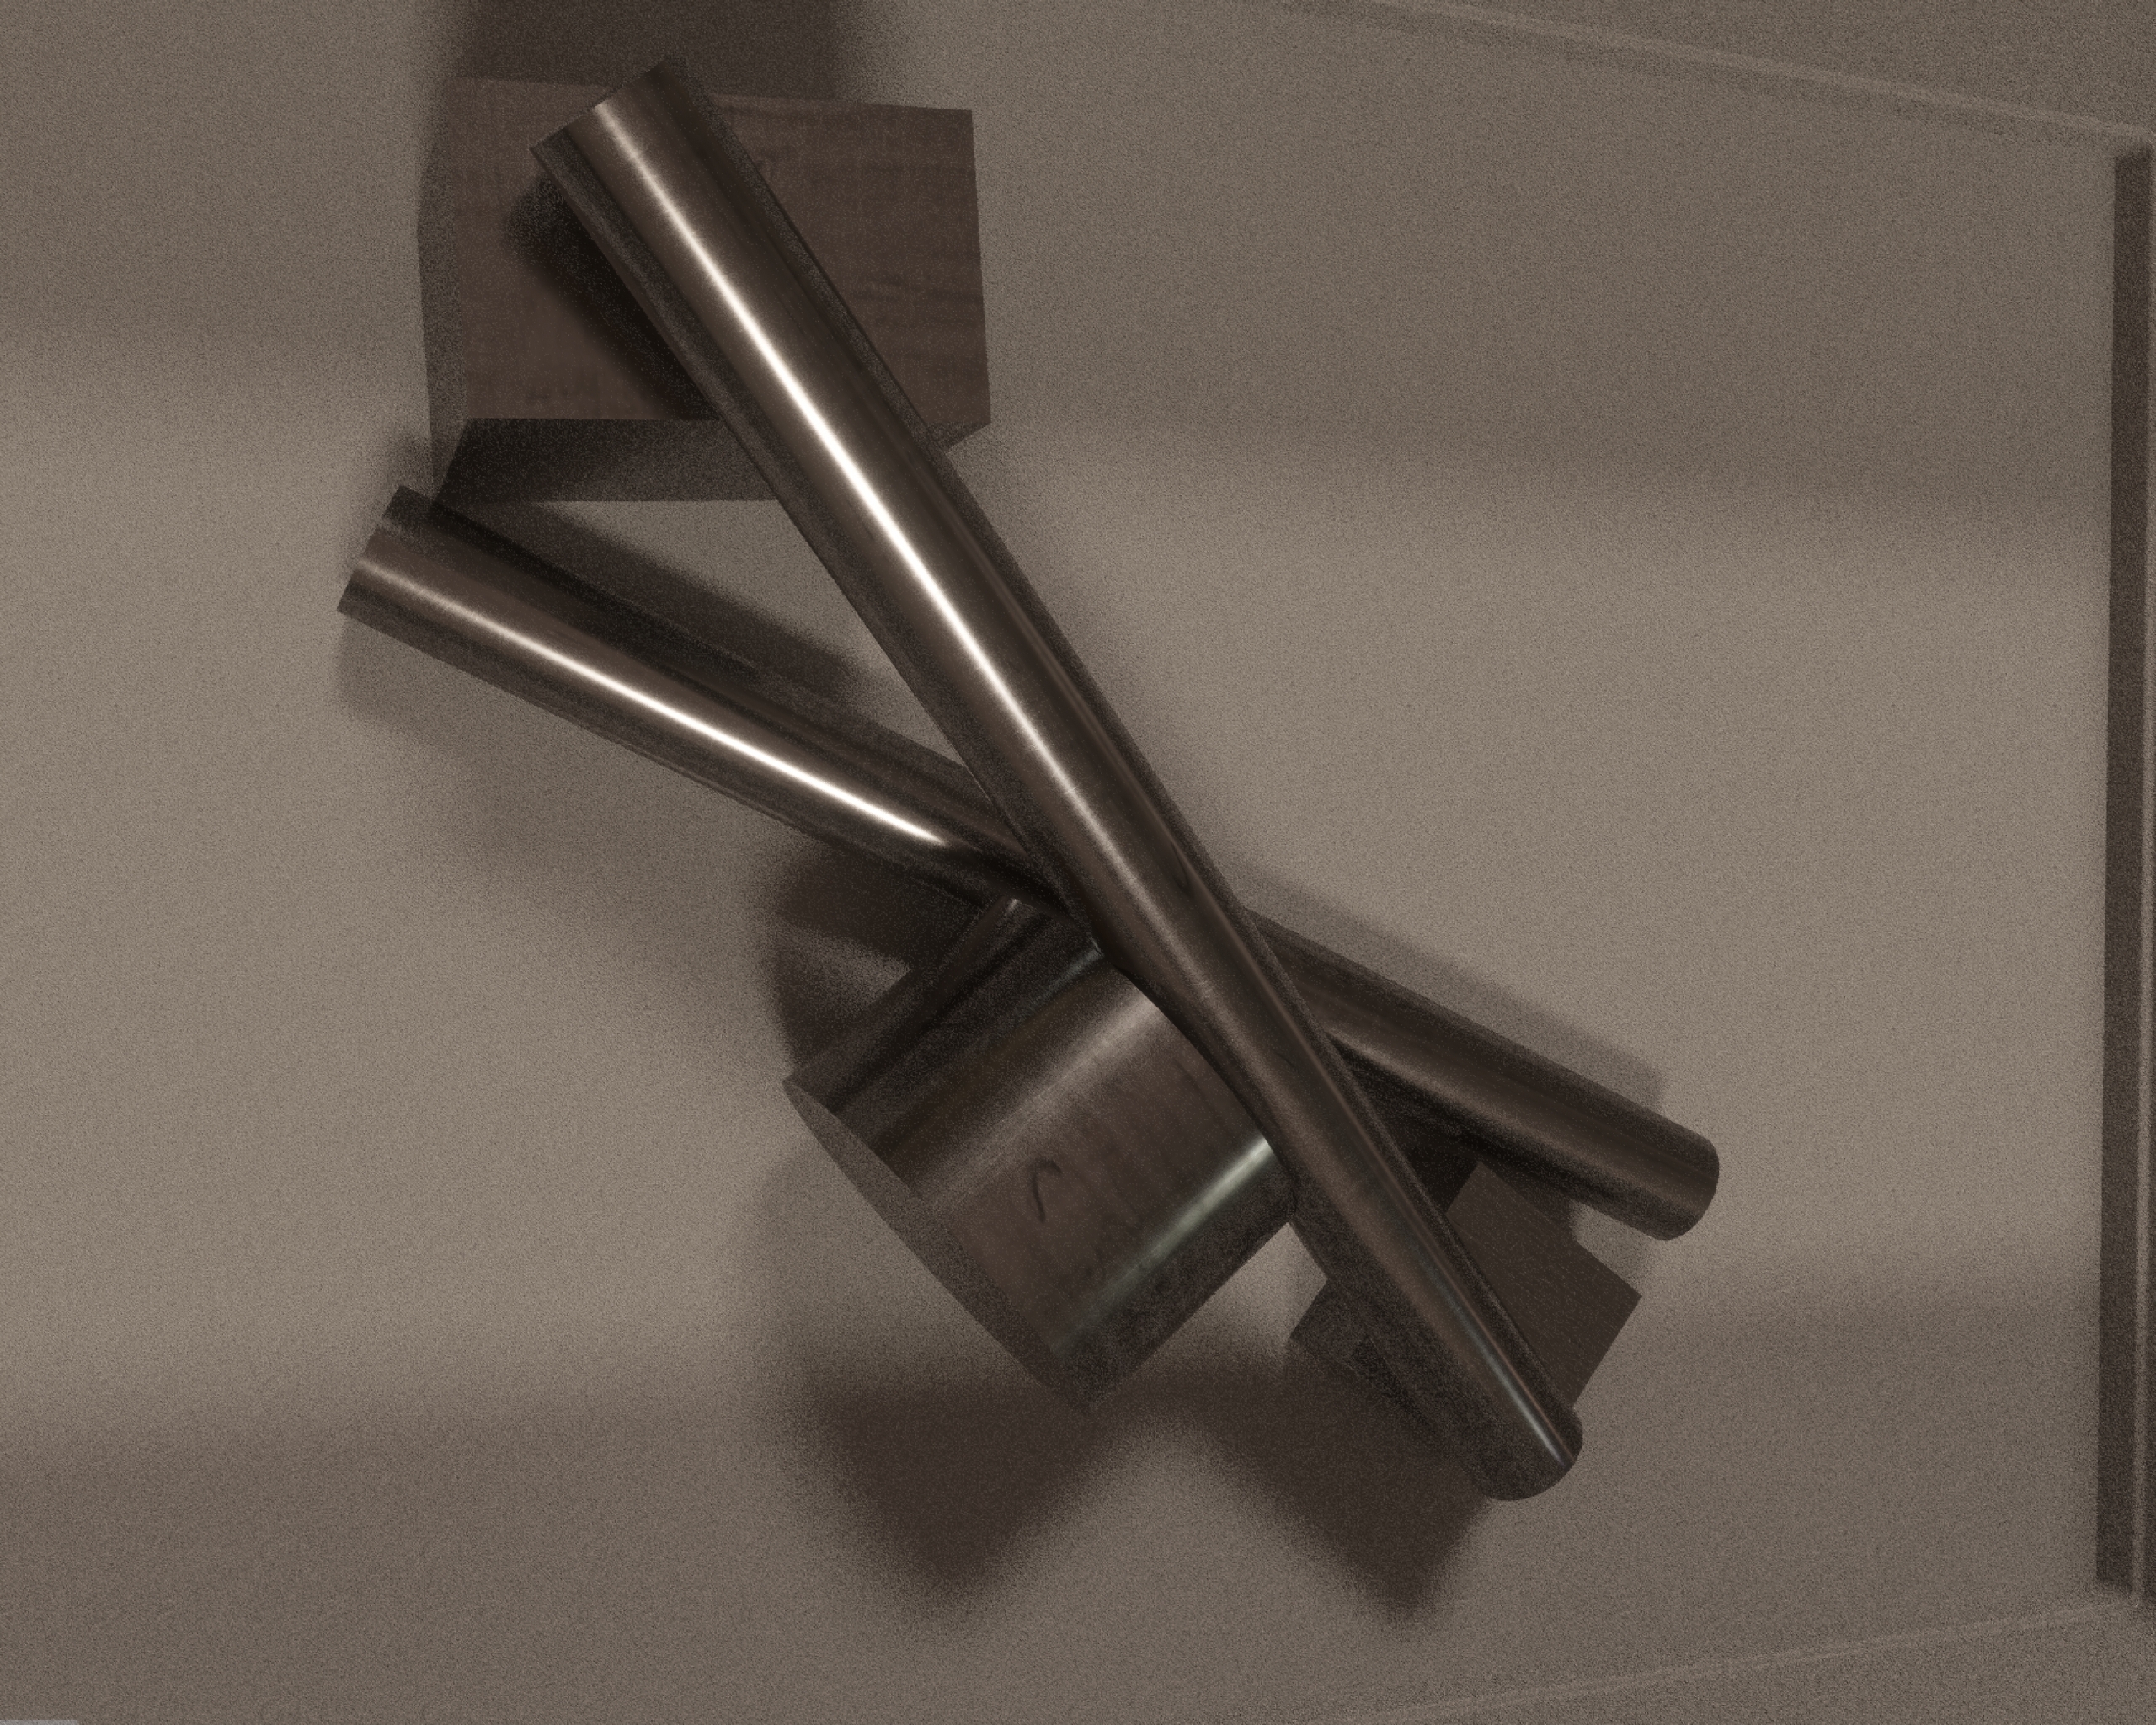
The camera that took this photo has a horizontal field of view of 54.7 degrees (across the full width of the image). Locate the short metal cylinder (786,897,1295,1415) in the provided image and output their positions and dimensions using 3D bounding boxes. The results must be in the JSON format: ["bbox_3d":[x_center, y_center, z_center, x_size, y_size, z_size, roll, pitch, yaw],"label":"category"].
[{"bbox_3d":[-0.007,0.053,0.377,0.050,0.080,0.080,-42,104,-15],"label":"short metal cylinder"}]

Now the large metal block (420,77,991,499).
[{"bbox_3d":[-0.067,-0.093,0.356,0.081,0.080,0.050,-4,92,-20],"label":"large metal block"}]

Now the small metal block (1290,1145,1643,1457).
[{"bbox_3d":[0.082,0.096,0.441,0.050,0.025,0.050,40,77,-16],"label":"small metal block"}]

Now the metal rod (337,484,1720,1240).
[{"bbox_3d":[0.004,0.008,0.412,0.301,0.025,0.025,26,81,-19],"label":"metal rod"}]

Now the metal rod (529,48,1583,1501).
[{"bbox_3d":[0.012,0.005,0.352,0.025,0.025,0.299,-42,116,-15],"label":"metal rod"}]
